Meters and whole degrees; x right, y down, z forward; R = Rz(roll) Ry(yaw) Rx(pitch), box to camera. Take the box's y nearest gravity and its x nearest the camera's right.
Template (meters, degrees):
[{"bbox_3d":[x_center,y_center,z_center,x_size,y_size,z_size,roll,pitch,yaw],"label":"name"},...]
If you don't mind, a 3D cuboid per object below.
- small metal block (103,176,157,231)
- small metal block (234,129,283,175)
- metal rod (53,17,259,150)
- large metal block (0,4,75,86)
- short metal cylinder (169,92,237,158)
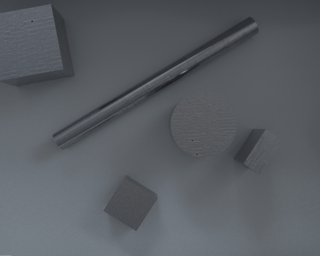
[{"bbox_3d":[-0.038,0.099,0.411,0.050,0.025,0.050,32,90,-1],"label":"small metal block"},{"bbox_3d":[0.125,0.029,0.401,0.025,0.050,0.050,33,90,0],"label":"small metal block"},{"bbox_3d":[-0.005,-0.059,0.411,0.301,0.025,0.025,-31,90,-1],"label":"metal rod"},{"bbox_3d":[-0.163,-0.103,0.397,0.080,0.050,0.080,-11,90,-1],"label":"large metal block"},{"bbox_3d":[0.053,-0.004,0.400,0.081,0.050,0.079,0,90,-1],"label":"short metal cylinder"}]
